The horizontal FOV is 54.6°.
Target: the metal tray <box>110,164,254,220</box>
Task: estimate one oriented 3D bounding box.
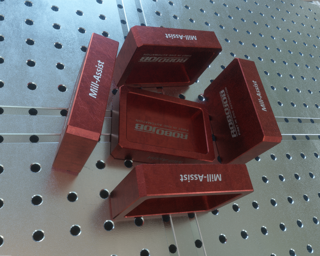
[{"bbox_3d":[0.022,0.069,0.336,0.131,0.090,0.030,3,61,-26],"label":"metal tray"}]

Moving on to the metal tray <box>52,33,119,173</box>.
[{"bbox_3d":[-0.081,-0.028,0.339,0.030,0.090,0.130,17,55,-18],"label":"metal tray"}]

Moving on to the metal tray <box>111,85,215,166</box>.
[{"bbox_3d":[0.004,0.001,0.405,0.131,0.030,0.090,11,57,-23],"label":"metal tray"}]

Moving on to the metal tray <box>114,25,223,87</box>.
[{"bbox_3d":[0.009,-0.094,0.428,0.131,0.090,0.030,-7,65,-31],"label":"metal tray"}]

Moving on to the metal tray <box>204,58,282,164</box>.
[{"bbox_3d":[0.110,-0.021,0.438,0.030,0.090,0.130,5,60,-26],"label":"metal tray"}]
